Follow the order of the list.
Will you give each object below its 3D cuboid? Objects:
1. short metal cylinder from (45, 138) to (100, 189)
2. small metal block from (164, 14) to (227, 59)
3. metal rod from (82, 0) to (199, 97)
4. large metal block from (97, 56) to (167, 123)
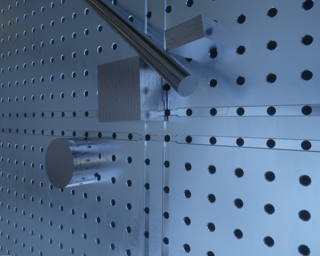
[{"bbox_3d":[-0.144,0.056,0.509,0.080,0.050,0.079,0,90,39],"label":"short metal cylinder"},{"bbox_3d":[0.042,-0.103,0.357,0.050,0.050,0.025,-11,83,39],"label":"small metal block"},{"bbox_3d":[-0.045,-0.130,0.408,0.300,0.025,0.025,50,120,40],"label":"metal rod"},{"bbox_3d":[-0.039,-0.049,0.423,0.080,0.050,0.079,-2,89,39],"label":"large metal block"}]
